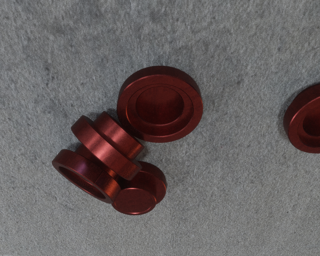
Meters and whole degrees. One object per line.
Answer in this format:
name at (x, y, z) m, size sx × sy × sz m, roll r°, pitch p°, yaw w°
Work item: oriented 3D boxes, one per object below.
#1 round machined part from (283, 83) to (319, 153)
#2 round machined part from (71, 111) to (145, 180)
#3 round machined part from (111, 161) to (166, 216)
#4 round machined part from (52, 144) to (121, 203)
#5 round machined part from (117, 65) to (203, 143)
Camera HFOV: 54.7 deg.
round machined part at (0.203, -0.017, 0.385) m, size 0.099 × 0.042 × 0.097 m, roll -1°, pitch 130°, yaw 0°
round machined part at (-0.058, 0.016, 0.383) m, size 0.042 × 0.098 × 0.098 m, roll -48°, pitch 121°, yaw -3°
round machined part at (-0.040, 0.099, 0.480) m, size 0.099 × 0.042 × 0.097 m, roll -1°, pitch 130°, yaw 0°
round machined part at (-0.094, 0.059, 0.424) m, size 0.098 × 0.042 × 0.098 m, roll 26°, pitch 154°, yaw 15°
round machined part at (0.000, -0.032, 0.369) m, size 0.099 × 0.042 × 0.097 m, roll -1°, pitch 130°, yaw -1°
